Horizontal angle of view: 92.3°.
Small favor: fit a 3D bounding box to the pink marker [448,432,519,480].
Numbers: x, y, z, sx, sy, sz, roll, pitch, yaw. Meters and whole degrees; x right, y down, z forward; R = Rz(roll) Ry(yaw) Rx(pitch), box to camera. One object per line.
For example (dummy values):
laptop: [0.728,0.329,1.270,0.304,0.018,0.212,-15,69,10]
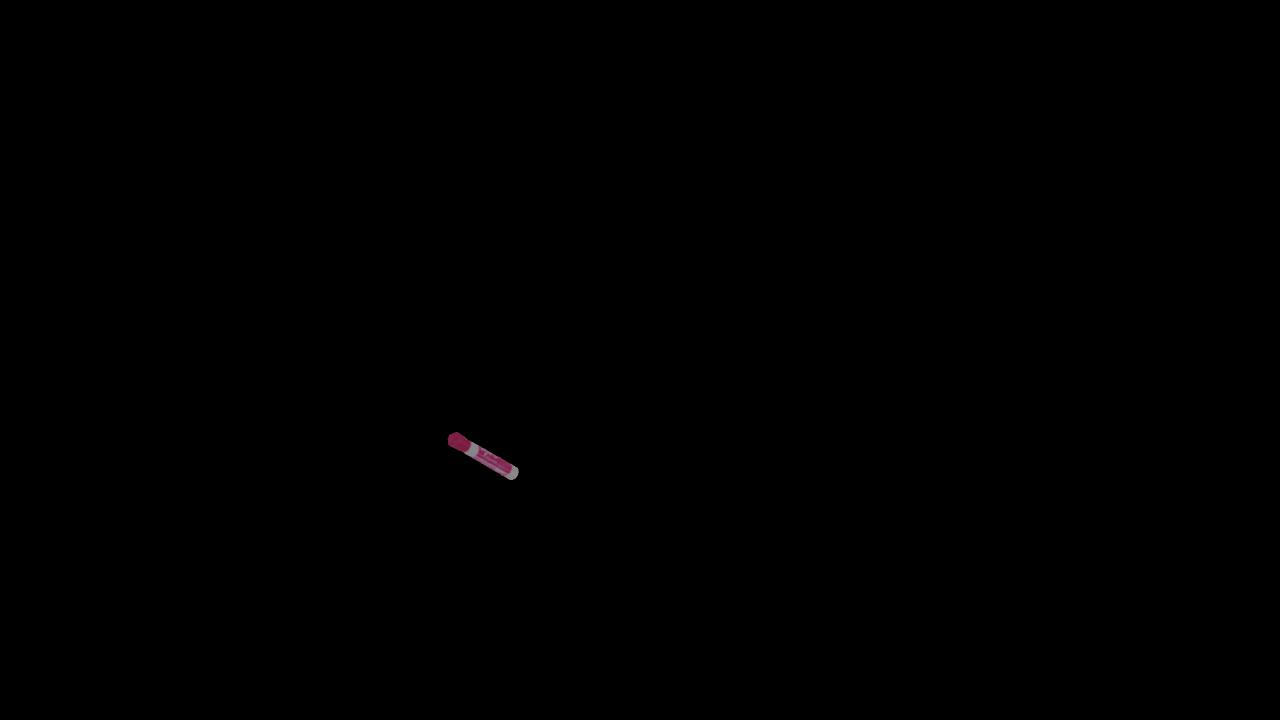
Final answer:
pink marker: [-0.200,0.123,0.786,0.020,0.020,0.121,0,-30,34]
